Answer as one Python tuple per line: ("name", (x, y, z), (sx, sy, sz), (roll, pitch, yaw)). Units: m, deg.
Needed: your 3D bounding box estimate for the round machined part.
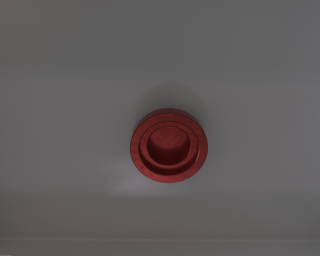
("round machined part", (0.012, 0.020, 0.410), (0.099, 0.042, 0.097), (0, 110, 0))
